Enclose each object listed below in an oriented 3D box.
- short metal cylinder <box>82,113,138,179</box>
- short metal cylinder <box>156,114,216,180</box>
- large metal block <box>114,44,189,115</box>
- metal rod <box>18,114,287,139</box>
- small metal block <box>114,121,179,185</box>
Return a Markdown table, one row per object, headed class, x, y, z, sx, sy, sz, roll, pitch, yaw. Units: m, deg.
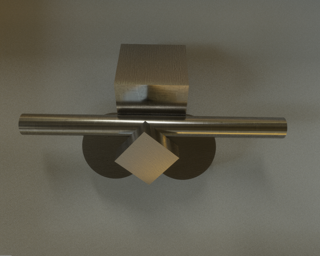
| class | x | y | z | sx | sy | sz | roll | pitch | yaw |
| --- | --- | --- | --- | --- | --- | --- | --- | --- | --- |
| short metal cylinder | -0.053 | 0.021 | 0.397 | 0.081 | 0.050 | 0.079 | 0 | 90 | -1 |
| short metal cylinder | 0.027 | 0.023 | 0.398 | 0.081 | 0.050 | 0.079 | 0 | 90 | -1 |
| large metal block | -0.009 | -0.058 | 0.377 | 0.081 | 0.050 | 0.080 | 1 | 47 | 0 |
| metal rod | -0.007 | -0.002 | 0.360 | 0.302 | 0.025 | 0.025 | 1 | 90 | -1 |
| small metal block | -0.014 | 0.029 | 0.349 | 0.050 | 0.025 | 0.050 | 38 | 112 | -19 |
